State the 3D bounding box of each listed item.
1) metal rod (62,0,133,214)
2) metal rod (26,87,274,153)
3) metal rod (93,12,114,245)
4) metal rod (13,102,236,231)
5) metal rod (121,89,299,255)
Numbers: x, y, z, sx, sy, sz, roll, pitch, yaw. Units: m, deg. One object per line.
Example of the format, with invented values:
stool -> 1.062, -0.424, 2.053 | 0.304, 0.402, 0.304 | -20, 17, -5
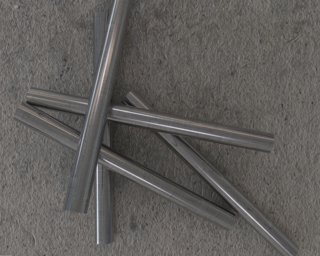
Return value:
metal rod -> -0.066, -0.054, 0.366 | 0.025, 0.025, 0.299 | 9, 73, 0
metal rod -> -0.011, -0.010, 0.383 | 0.302, 0.025, 0.025 | 11, 90, 0
metal rod -> -0.074, 0.000, 0.409 | 0.025, 0.025, 0.298 | 0, 90, 0
metal rod -> -0.036, 0.052, 0.389 | 0.301, 0.025, 0.025 | 29, 90, -8
metal rod -> 0.066, 0.061, 0.410 | 0.300, 0.025, 0.025 | 44, 90, 0
